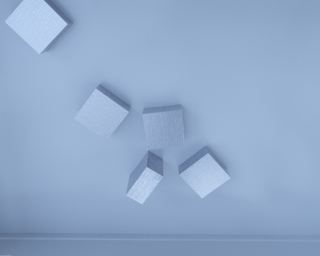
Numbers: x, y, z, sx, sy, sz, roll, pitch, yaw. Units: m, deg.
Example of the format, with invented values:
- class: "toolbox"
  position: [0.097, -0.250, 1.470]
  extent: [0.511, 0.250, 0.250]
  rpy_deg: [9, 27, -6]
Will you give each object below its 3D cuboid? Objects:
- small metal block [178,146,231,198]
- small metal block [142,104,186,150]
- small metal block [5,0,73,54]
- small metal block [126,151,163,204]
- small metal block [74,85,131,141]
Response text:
- class: "small metal block"
  position: [0.062, 0.062, 0.434]
  extent: [0.050, 0.025, 0.050]
  rpy_deg: [-39, 106, 13]
- class: "small metal block"
  position: [0.006, -0.001, 0.411]
  extent: [0.050, 0.025, 0.050]
  rpy_deg: [-6, 110, 2]
- class: "small metal block"
  position: [-0.141, -0.124, 0.364]
  extent: [0.050, 0.025, 0.050]
  rpy_deg: [-41, 105, 13]
- class: "small metal block"
  position: [-0.020, 0.066, 0.422]
  extent: [0.025, 0.050, 0.050]
  rpy_deg: [32, 107, -11]
- class: "small metal block"
  position: [-0.074, -0.020, 0.403]
  extent: [0.050, 0.025, 0.050]
  rpy_deg: [36, 106, -13]
